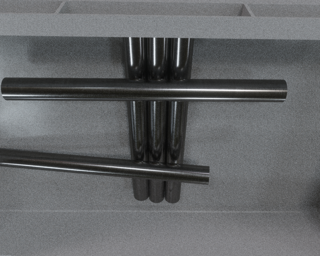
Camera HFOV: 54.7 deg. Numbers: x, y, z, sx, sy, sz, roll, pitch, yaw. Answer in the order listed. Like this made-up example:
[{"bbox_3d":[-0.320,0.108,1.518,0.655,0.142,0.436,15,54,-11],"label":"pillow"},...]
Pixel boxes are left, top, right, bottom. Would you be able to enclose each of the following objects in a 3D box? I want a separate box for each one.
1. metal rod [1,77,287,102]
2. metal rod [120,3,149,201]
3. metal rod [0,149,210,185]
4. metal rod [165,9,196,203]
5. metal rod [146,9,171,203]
[{"bbox_3d":[-0.016,-0.042,0.339,0.302,0.025,0.025,0,130,-1],"label":"metal rod"},{"bbox_3d":[-0.028,-0.006,0.403,0.025,0.025,0.298,0,130,-1],"label":"metal rod"},{"bbox_3d":[-0.085,0.053,0.428,0.302,0.025,0.025,4,130,5],"label":"metal rod"},{"bbox_3d":[0.022,-0.001,0.406,0.025,0.025,0.298,0,130,-1],"label":"metal rod"},{"bbox_3d":[-0.004,-0.002,0.406,0.025,0.025,0.298,0,130,-1],"label":"metal rod"}]
